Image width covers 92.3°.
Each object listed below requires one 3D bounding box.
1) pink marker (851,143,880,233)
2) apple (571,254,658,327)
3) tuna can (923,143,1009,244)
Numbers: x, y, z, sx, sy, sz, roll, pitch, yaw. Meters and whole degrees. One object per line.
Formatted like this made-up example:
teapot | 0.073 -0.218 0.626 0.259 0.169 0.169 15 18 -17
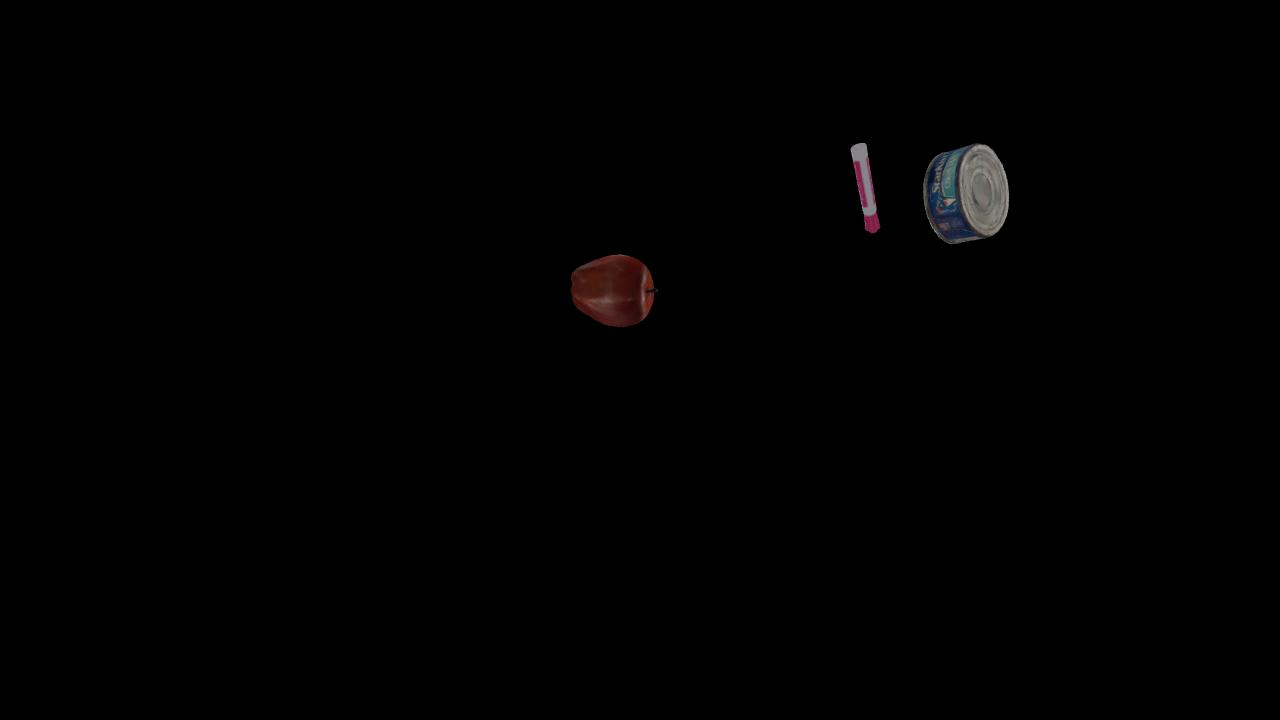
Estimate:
pink marker | 0.289 -0.216 0.785 0.020 0.121 0.020 -17 34 12
apple | -0.027 -0.076 0.668 0.093 0.079 0.079 5 1 9
tuna can | 0.294 -0.148 0.551 0.084 0.084 0.034 0 0 -32
